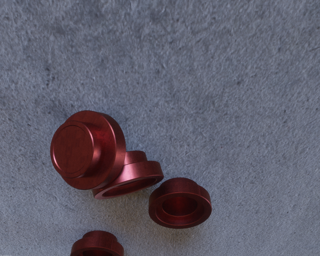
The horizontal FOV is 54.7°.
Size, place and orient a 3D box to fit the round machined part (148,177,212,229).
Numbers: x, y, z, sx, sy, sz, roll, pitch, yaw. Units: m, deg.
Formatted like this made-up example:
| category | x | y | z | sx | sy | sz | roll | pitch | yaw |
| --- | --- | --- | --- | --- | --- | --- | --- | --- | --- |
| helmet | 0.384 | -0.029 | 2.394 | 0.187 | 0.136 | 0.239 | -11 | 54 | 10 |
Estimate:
| category | x | y | z | sx | sy | sz | roll | pitch | yaw |
| --- | --- | --- | --- | --- | --- | --- | --- | --- | --- |
| round machined part | 0.031 | 0.116 | 0.496 | 0.099 | 0.042 | 0.097 | -1 | 130 | 0 |

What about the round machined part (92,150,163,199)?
| category | x | y | z | sx | sy | sz | roll | pitch | yaw |
| --- | --- | --- | --- | --- | --- | --- | --- | --- | --- |
| round machined part | -0.048 | 0.063 | 0.430 | 0.099 | 0.042 | 0.098 | -16 | 161 | -6 |

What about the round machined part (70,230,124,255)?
| category | x | y | z | sx | sy | sz | roll | pitch | yaw |
| --- | --- | --- | --- | --- | --- | --- | --- | --- | --- |
| round machined part | -0.118 | 0.233 | 0.593 | 0.099 | 0.042 | 0.097 | -1 | 130 | 0 |

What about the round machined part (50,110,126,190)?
| category | x | y | z | sx | sy | sz | roll | pitch | yaw |
| --- | --- | --- | --- | --- | --- | --- | --- | --- | --- |
| round machined part | -0.094 | 0.026 | 0.378 | 0.098 | 0.098 | 0.042 | -30 | 162 | 22 |
